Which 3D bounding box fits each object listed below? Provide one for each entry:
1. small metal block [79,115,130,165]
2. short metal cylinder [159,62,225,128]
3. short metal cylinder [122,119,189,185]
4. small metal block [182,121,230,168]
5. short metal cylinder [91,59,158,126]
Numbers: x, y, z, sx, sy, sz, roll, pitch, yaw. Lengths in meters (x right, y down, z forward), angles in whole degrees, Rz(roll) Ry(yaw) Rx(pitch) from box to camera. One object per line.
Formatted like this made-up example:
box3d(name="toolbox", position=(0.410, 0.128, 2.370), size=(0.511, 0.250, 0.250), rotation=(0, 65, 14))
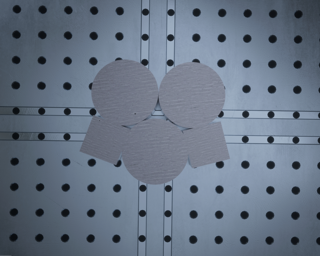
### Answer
box3d(name="small metal block", position=(-0.071, 0.016, 0.409), size=(0.050, 0.025, 0.050), rotation=(21, 90, 0))
box3d(name="short metal cylinder", position=(0.039, -0.040, 0.398), size=(0.081, 0.050, 0.079), rotation=(0, 90, 0))
box3d(name="short metal cylinder", position=(-0.006, 0.028, 0.397), size=(0.081, 0.050, 0.079), rotation=(0, 90, 0))
box3d(name="small metal block", position=(0.060, 0.022, 0.411), size=(0.050, 0.025, 0.050), rotation=(-14, 90, 0))
box3d(name="short metal cylinder", position=(-0.042, -0.043, 0.397), size=(0.081, 0.050, 0.079), rotation=(0, 90, 0))
